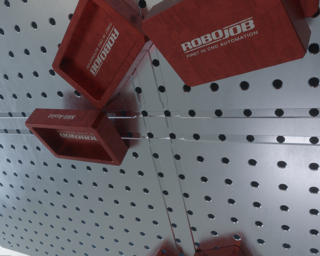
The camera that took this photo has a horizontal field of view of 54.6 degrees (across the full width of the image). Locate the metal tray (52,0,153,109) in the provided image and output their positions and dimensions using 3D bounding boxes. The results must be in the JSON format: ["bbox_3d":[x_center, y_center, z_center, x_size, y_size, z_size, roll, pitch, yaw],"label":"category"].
[{"bbox_3d":[-0.074,-0.096,0.388,0.090,0.030,0.129,41,129,-1],"label":"metal tray"}]

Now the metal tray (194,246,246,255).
[{"bbox_3d":[0.120,0.254,0.501,0.090,0.030,0.130,-29,103,37],"label":"metal tray"}]

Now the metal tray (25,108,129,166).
[{"bbox_3d":[-0.123,0.013,0.462,0.130,0.030,0.090,3,141,26],"label":"metal tray"}]

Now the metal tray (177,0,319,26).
[{"bbox_3d":[0.074,-0.144,0.280,0.130,0.030,0.090,4,121,26],"label":"metal tray"}]

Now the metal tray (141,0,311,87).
[{"bbox_3d":[0.057,-0.091,0.288,0.130,0.030,0.090,-9,134,44],"label":"metal tray"}]

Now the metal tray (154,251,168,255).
[{"bbox_3d":[0.002,0.296,0.591,0.090,0.030,0.129,37,129,3],"label":"metal tray"}]
